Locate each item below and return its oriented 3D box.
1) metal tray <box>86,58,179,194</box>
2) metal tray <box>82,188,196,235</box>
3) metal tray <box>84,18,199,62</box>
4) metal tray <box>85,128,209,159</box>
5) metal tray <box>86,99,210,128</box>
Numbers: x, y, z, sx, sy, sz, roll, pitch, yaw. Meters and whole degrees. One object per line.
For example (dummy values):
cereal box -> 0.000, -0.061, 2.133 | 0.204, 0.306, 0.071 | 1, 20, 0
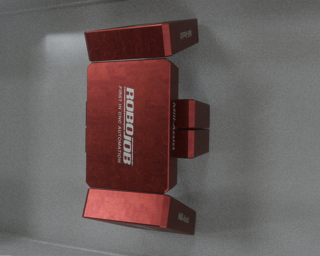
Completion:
metal tray -> -0.029, -0.003, 0.320 | 0.090, 0.030, 0.129 | 1, 90, 19
metal tray -> -0.016, 0.099, 0.357 | 0.090, 0.130, 0.030 | 1, 69, 19
metal tray -> -0.013, -0.104, 0.357 | 0.090, 0.131, 0.030 | 1, 111, 20
metal tray -> -0.012, 0.015, 0.380 | 0.130, 0.090, 0.030 | 1, 91, 20
metal tray -> -0.012, -0.016, 0.379 | 0.130, 0.090, 0.030 | 1, 91, 20
